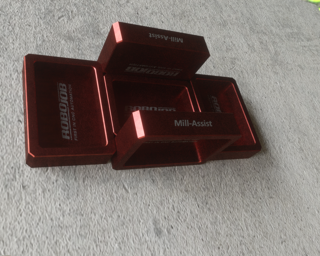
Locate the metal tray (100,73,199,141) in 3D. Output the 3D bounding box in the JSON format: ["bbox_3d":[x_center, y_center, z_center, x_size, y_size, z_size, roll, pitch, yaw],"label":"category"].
[{"bbox_3d":[-0.010,-0.022,0.411,0.131,0.030,0.090,1,61,-28],"label":"metal tray"}]

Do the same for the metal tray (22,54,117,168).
[{"bbox_3d":[-0.107,-0.022,0.358,0.091,0.030,0.130,0,62,-28],"label":"metal tray"}]

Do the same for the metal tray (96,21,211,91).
[{"bbox_3d":[-0.011,-0.089,0.414,0.131,0.090,0.030,0,62,-29],"label":"metal tray"}]

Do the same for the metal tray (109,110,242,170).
[{"bbox_3d":[0.017,0.016,0.362,0.131,0.090,0.030,0,62,-29],"label":"metal tray"}]

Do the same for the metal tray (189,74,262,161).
[{"bbox_3d":[0.089,-0.018,0.463,0.091,0.030,0.130,0,62,-28],"label":"metal tray"}]
